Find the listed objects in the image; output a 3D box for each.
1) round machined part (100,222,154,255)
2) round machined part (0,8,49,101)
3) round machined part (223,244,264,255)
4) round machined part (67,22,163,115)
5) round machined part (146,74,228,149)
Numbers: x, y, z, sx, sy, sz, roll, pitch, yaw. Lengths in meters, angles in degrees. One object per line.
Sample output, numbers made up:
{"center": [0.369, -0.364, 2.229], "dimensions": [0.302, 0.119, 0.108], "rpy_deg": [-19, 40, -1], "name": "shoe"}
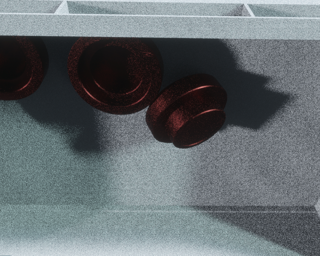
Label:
{"center": [-0.061, 0.213, 0.581], "dimensions": [0.099, 0.042, 0.097], "rpy_deg": [0, 130, 0], "name": "round machined part"}
{"center": [-0.168, -0.080, 0.328], "dimensions": [0.099, 0.042, 0.097], "rpy_deg": [0, 130, 0], "name": "round machined part"}
{"center": [0.167, 0.275, 0.636], "dimensions": [0.099, 0.042, 0.097], "rpy_deg": [0, 130, 0], "name": "round machined part"}
{"center": [-0.045, -0.066, 0.335], "dimensions": [0.099, 0.042, 0.097], "rpy_deg": [3, 126, 5], "name": "round machined part"}
{"center": [0.037, -0.013, 0.360], "dimensions": [0.099, 0.042, 0.098], "rpy_deg": [-22, 149, -14], "name": "round machined part"}
